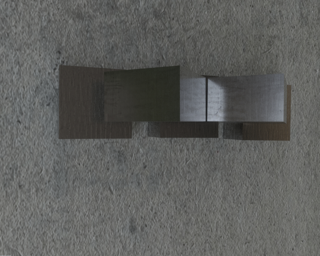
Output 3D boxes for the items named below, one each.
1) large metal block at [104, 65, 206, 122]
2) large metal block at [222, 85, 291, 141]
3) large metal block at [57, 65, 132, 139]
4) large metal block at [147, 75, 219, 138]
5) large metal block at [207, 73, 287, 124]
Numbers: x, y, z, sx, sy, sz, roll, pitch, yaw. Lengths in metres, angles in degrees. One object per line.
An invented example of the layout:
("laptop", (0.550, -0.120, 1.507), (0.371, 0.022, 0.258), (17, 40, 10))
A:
("large metal block", (-0.002, -0.032, 0.328), (0.080, 0.080, 0.050), (-2, 92, -66))
("large metal block", (0.140, -0.023, 0.451), (0.081, 0.050, 0.079), (2, 90, -21))
("large metal block", (-0.079, -0.028, 0.369), (0.081, 0.050, 0.079), (0, 90, -21))
("large metal block", (0.030, -0.028, 0.409), (0.081, 0.050, 0.079), (1, 90, -21))
("large metal block", (0.107, -0.031, 0.371), (0.080, 0.080, 0.050), (1, 89, 24))
